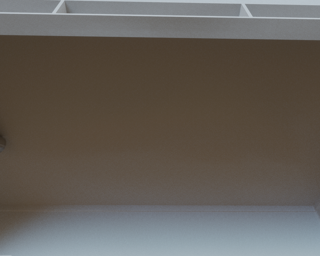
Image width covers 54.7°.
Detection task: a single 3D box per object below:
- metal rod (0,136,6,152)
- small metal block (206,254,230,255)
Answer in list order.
[{"bbox_3d":[-0.258,-0.024,0.291,0.025,0.025,0.300,-12,159,9],"label":"metal rod"},{"bbox_3d":[0.123,0.295,0.665,0.050,0.025,0.050,3,130,-3],"label":"small metal block"}]
